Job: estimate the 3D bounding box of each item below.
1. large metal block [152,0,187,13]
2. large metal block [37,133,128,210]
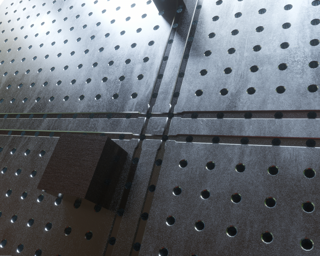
[{"bbox_3d":[0.011,-0.259,0.525,0.050,0.080,0.080,-4,60,26],"label":"large metal block"},{"bbox_3d":[-0.101,0.055,0.409,0.080,0.050,0.080,3,63,29],"label":"large metal block"}]
